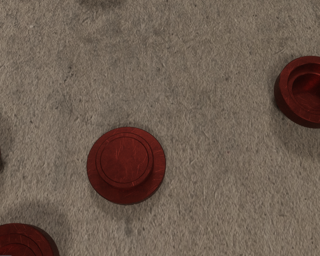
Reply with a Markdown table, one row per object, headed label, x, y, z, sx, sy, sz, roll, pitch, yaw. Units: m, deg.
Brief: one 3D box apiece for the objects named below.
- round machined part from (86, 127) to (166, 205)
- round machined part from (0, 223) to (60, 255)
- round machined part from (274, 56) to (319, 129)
| label | x | y | z | sx | sy | sz | roll | pitch | yaw |
| --- | --- | --- | --- | --- | --- | --- | --- | --- | --- |
| round machined part | -0.042 | 0.044 | 0.383 | 0.099 | 0.042 | 0.098 | 0 | 70 | -1 |
| round machined part | -0.159 | 0.156 | 0.340 | 0.099 | 0.042 | 0.098 | 0 | 70 | -1 |
| round machined part | 0.203 | -0.044 | 0.418 | 0.099 | 0.042 | 0.098 | 0 | 70 | -1 |
